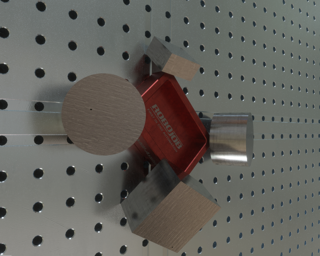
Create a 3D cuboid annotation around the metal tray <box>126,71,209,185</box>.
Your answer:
[{"bbox_3d":[0.010,0.001,0.413,0.090,0.030,0.130,-49,119,-29],"label":"metal tray"}]

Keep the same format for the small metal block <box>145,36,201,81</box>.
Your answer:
[{"bbox_3d":[0.017,-0.090,0.403,0.050,0.050,0.025,11,121,-39],"label":"small metal block"}]

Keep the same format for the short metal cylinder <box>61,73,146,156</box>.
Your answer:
[{"bbox_3d":[-0.059,-0.013,0.324,0.081,0.050,0.079,0,91,-15],"label":"short metal cylinder"}]

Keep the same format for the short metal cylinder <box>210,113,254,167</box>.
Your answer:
[{"bbox_3d":[0.109,0.017,0.464,0.080,0.050,0.079,0,90,-66],"label":"short metal cylinder"}]

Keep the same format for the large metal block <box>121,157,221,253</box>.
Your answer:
[{"bbox_3d":[0.013,0.096,0.382,0.080,0.050,0.080,-48,124,6],"label":"large metal block"}]
